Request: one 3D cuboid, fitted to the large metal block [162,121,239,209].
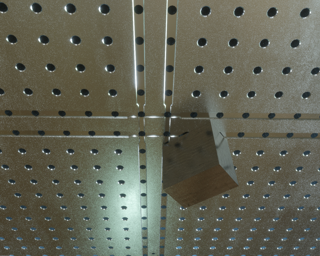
[{"bbox_3d":[0.051,0.049,0.419,0.080,0.080,0.050,-29,125,22],"label":"large metal block"}]
